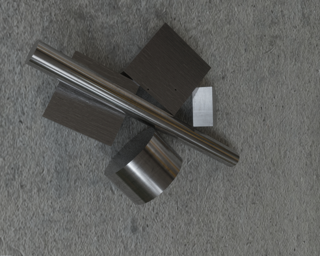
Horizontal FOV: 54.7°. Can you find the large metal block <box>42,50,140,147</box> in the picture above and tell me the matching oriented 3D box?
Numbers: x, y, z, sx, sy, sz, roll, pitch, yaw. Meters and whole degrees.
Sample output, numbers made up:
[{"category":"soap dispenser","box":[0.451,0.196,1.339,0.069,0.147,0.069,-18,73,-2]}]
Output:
[{"category":"large metal block","box":[-0.082,-0.032,0.367,0.080,0.050,0.080,26,81,-18]}]

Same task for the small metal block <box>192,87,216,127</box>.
[{"category":"small metal block","box":[0.061,-0.028,0.417,0.025,0.050,0.050,-1,91,16]}]

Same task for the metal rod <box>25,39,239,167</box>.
[{"category":"metal rod","box":[-0.005,-0.012,0.365,0.301,0.025,0.025,27,81,-35]}]

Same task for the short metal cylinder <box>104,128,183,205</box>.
[{"category":"short metal cylinder","box":[-0.020,0.045,0.373,0.080,0.080,0.050,-46,105,-14]}]

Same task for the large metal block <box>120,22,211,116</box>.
[{"category":"large metal block","box":[0.003,-0.071,0.396,0.080,0.050,0.080,41,77,-16]}]
